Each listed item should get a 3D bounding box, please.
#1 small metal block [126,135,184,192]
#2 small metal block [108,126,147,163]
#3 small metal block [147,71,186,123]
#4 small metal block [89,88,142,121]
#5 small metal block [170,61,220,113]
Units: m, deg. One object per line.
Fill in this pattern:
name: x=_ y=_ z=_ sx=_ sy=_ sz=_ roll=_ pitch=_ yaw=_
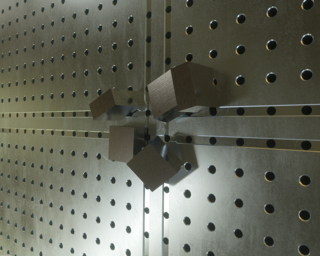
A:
small metal block: x=-0.006 y=0.047 z=0.401 sx=0.050 sy=0.025 sz=0.050 roll=47 pitch=121 yaw=0
small metal block: x=-0.047 y=0.023 z=0.446 sx=0.050 sy=0.025 sz=0.050 roll=5 pitch=93 yaw=39
small metal block: x=0.014 y=-0.041 z=0.390 sx=0.050 sy=0.025 sz=0.050 roll=-29 pitch=61 yaw=36
small metal block: x=-0.064 y=-0.032 z=0.443 sx=0.050 sy=0.050 sz=0.025 roll=-29 pitch=72 yaw=36
small metal block: x=0.041 y=-0.045 z=0.357 sx=0.025 sy=0.050 sz=0.050 roll=-16 pitch=80 yaw=38
